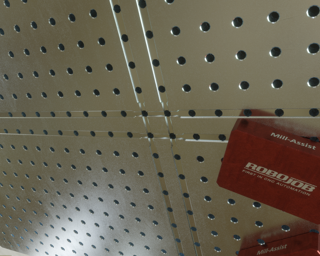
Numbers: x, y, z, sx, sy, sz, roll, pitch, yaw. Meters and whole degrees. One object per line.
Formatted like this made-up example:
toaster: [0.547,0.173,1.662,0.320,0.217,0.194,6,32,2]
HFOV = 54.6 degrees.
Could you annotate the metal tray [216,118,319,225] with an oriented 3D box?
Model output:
metal tray: [0.141,0.051,0.365,0.130,0.030,0.089,19,126,16]

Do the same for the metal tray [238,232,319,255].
metal tray: [0.184,0.203,0.435,0.090,0.030,0.130,49,129,-7]
